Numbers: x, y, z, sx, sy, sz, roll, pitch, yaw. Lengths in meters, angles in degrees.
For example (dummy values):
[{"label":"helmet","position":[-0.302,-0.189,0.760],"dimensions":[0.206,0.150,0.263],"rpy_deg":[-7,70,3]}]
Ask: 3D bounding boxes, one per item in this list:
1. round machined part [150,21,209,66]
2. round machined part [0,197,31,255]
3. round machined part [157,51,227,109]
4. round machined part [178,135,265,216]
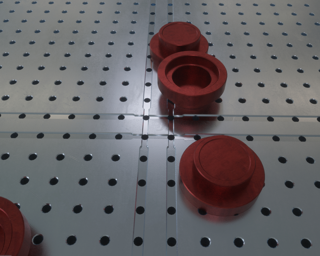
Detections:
[{"label":"round machined part","position":[0.032,-0.141,0.515],"dimensions":[0.099,0.042,0.098],"rpy_deg":[0,50,0]},{"label":"round machined part","position":[-0.174,0.118,0.297],"dimensions":[0.099,0.042,0.098],"rpy_deg":[0,50,0]},{"label":"round machined part","position":[0.046,-0.066,0.453],"dimensions":[0.099,0.042,0.098],"rpy_deg":[0,50,0]},{"label":"round machined part","position":[0.071,0.047,0.358],"dimensions":[0.099,0.042,0.098],"rpy_deg":[0,50,0]}]
